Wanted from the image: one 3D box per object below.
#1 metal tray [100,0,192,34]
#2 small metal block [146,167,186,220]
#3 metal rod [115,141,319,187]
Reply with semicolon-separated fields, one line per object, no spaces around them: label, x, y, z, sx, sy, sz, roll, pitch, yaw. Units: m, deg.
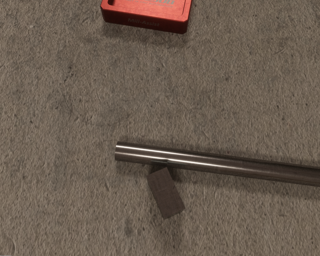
metal tray;-0.016;-0.199;0.478;0.131;0.030;0.090;10;70;3
small metal block;0.006;0.079;0.366;0.025;0.050;0.050;-23;72;-8
metal rod;0.095;0.048;0.391;0.302;0.025;0.025;7;70;2
